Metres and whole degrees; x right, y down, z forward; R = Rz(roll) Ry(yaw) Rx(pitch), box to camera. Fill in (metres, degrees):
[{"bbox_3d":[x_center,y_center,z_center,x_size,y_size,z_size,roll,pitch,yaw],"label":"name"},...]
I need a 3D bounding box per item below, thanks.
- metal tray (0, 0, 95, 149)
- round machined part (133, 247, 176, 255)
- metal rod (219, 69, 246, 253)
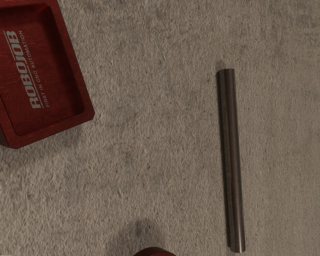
[{"bbox_3d":[-0.126,-0.055,0.296,0.091,0.030,0.129,-26,107,-37],"label":"metal tray"},{"bbox_3d":[-0.018,0.196,0.381,0.099,0.042,0.097,0,90,-40],"label":"round machined part"},{"bbox_3d":[0.118,0.055,0.506,0.025,0.025,0.298,-8,95,-40],"label":"metal rod"}]
